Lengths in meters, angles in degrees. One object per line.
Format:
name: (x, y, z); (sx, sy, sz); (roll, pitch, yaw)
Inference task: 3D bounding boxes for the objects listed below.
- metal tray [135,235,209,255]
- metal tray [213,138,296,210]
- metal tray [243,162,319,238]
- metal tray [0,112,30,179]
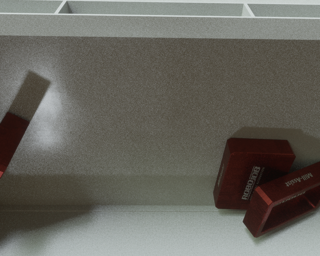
metal tray: (0.024, 0.270, 0.638); (0.131, 0.030, 0.089); (23, 126, -19)
metal tray: (0.137, 0.074, 0.470); (0.091, 0.030, 0.129); (2, 130, -2)
metal tray: (0.193, 0.106, 0.462); (0.131, 0.030, 0.089); (-16, 134, -20)
metal tray: (-0.222, 0.051, 0.407); (0.030, 0.090, 0.129); (29, 124, -23)
